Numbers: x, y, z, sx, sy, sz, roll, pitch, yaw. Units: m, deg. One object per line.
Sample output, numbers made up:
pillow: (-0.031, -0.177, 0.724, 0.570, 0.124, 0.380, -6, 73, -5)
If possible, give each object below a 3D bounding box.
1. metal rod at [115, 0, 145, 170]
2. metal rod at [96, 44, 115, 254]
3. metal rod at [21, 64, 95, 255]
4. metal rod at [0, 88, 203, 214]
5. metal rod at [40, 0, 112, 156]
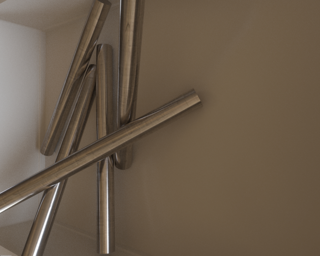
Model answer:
metal rod: (-0.037, -0.064, 0.359, 0.025, 0.025, 0.298, 39, 137, 33)
metal rod: (-0.080, 0.023, 0.450, 0.025, 0.025, 0.298, -10, 77, 39)
metal rod: (-0.133, 0.042, 0.437, 0.025, 0.025, 0.299, -5, 63, 39)
metal rod: (-0.086, 0.033, 0.391, 0.301, 0.025, 0.025, -28, 71, 8)
metal rod: (-0.145, -0.066, 0.501, 0.025, 0.025, 0.298, 50, 126, 28)
